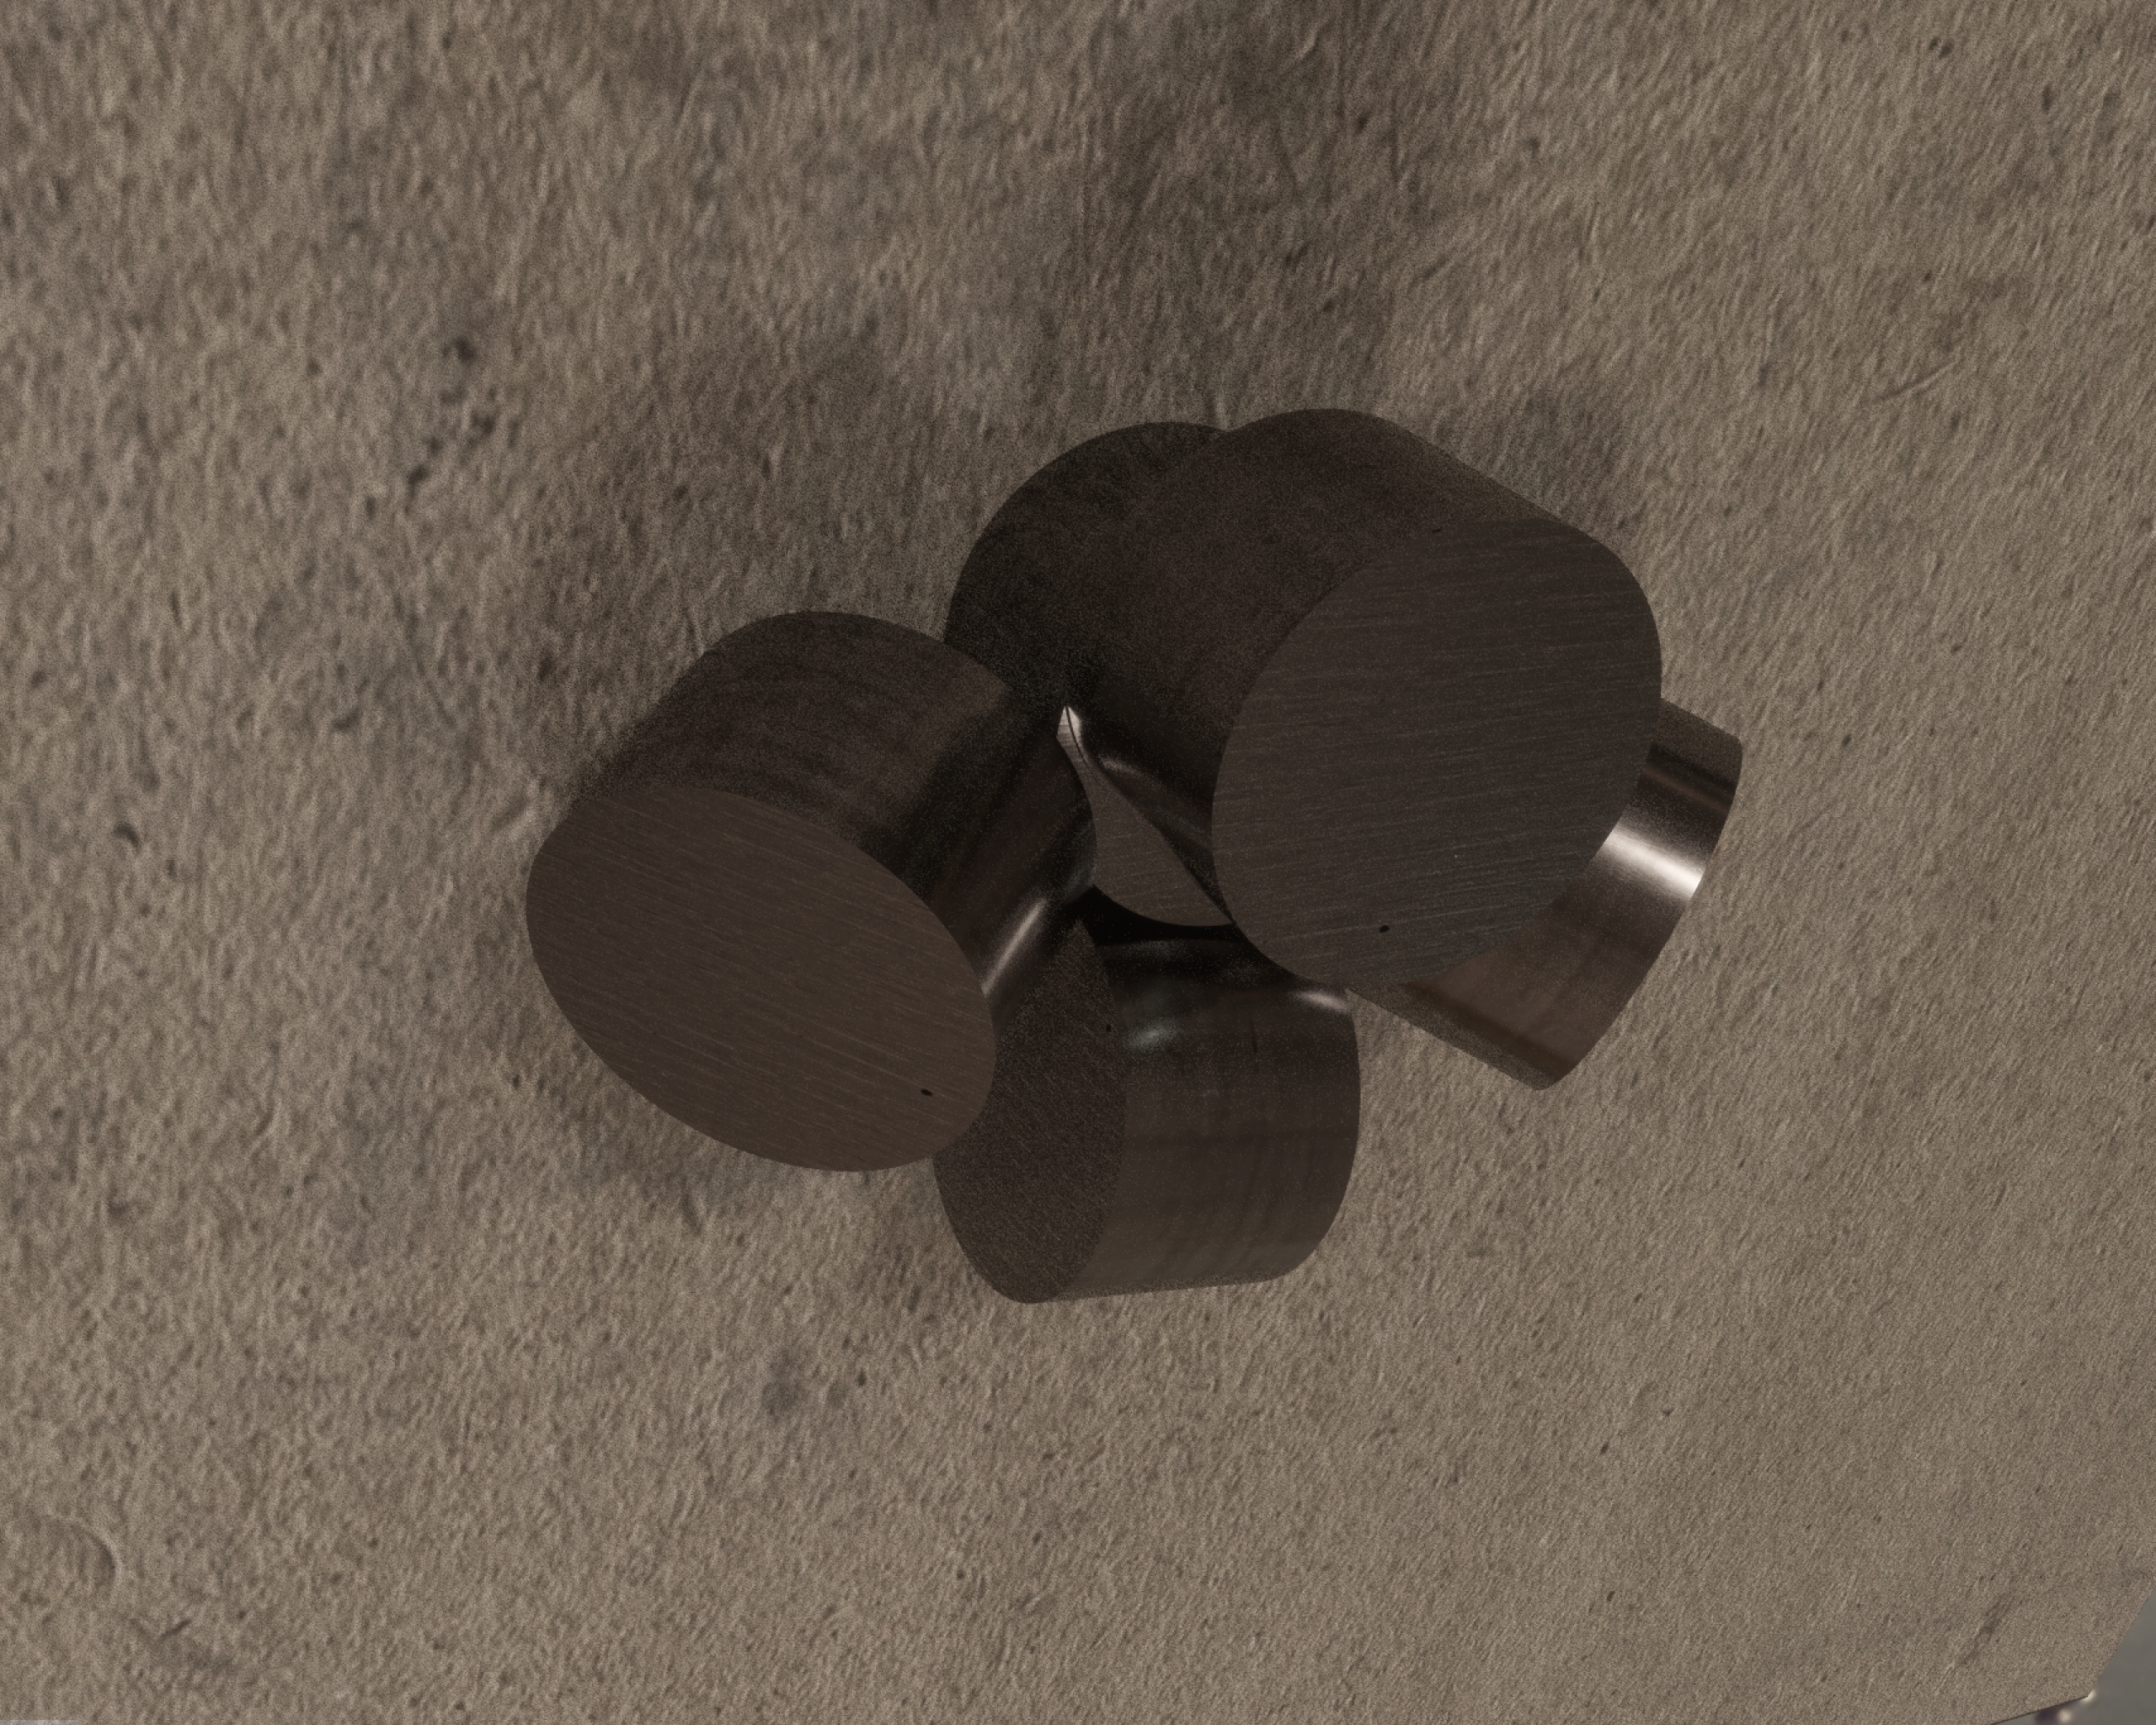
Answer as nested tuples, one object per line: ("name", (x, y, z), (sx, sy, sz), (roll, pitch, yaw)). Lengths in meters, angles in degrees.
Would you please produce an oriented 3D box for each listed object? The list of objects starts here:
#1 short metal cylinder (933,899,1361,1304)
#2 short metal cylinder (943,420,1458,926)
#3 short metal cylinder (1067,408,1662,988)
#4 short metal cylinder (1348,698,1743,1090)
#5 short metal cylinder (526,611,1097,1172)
("short metal cylinder", (0.010, 0.043, 0.405), (0.050, 0.080, 0.079), (2, 118, -30))
("short metal cylinder", (0.022, -0.035, 0.384), (0.081, 0.050, 0.079), (-14, 125, -21))
("short metal cylinder", (0.045, -0.027, 0.336), (0.081, 0.050, 0.079), (-14, 125, -21))
("short metal cylinder", (0.087, -0.002, 0.414), (0.050, 0.080, 0.080), (29, 106, 2))
("short metal cylinder", (-0.043, 0.005, 0.347), (0.080, 0.050, 0.079), (12, 131, 14))
